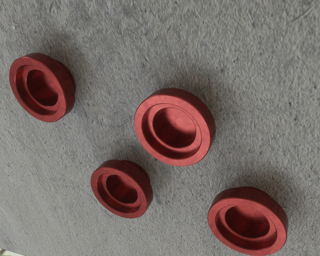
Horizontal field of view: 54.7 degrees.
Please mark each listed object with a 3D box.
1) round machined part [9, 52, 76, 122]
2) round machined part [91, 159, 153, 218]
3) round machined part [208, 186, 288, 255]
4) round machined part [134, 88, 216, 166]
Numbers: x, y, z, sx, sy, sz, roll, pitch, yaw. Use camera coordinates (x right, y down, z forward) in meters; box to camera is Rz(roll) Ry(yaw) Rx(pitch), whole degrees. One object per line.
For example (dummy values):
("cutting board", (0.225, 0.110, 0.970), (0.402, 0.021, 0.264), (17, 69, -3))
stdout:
("round machined part", (-0.162, -0.061, 0.444), (0.098, 0.042, 0.097), (13, 124, 21))
("round machined part", (-0.054, 0.089, 0.479), (0.098, 0.042, 0.097), (13, 124, 21))
("round machined part", (0.116, 0.116, 0.406), (0.098, 0.042, 0.097), (13, 124, 21))
("round machined part", (0.021, -0.005, 0.382), (0.098, 0.042, 0.097), (13, 124, 21))
